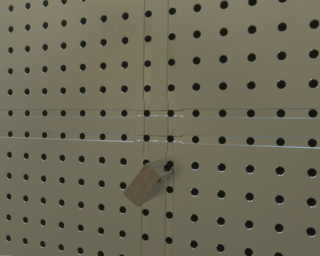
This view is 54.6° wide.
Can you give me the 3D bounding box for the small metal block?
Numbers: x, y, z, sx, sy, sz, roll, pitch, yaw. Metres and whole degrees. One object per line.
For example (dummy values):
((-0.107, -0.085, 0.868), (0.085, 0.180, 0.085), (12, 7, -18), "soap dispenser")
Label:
((-0.014, 0.071, 0.405), (0.025, 0.050, 0.050), (39, 103, 16), "small metal block")
